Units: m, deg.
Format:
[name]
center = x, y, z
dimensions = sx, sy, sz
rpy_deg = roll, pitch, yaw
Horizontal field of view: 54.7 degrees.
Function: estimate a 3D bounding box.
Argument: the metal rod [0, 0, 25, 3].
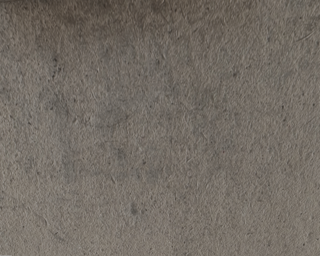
[metal rod]
center = -0.035, -0.172, 0.345
dimensions = 0.302, 0.025, 0.025
rpy_deg = -7, 110, 2
